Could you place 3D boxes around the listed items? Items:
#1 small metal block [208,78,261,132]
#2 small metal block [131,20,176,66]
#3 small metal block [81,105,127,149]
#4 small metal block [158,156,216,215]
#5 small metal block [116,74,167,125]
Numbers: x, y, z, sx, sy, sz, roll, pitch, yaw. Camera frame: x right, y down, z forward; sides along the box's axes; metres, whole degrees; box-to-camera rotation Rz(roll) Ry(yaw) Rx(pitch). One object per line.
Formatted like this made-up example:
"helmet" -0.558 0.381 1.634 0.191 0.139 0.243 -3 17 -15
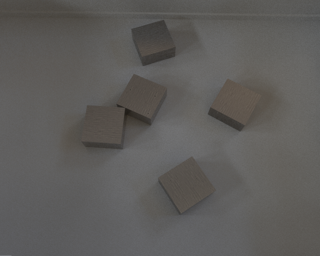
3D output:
"small metal block" 0.101 -0.031 0.422 0.050 0.025 0.050 29 73 10
"small metal block" -0.010 -0.125 0.455 0.050 0.025 0.050 -18 71 -7
"small metal block" -0.073 -0.001 0.409 0.050 0.025 0.050 4 70 1
"small metal block" 0.032 0.071 0.384 0.050 0.025 0.050 -31 73 -11
"small metal block" -0.024 -0.039 0.423 0.050 0.025 0.050 24 72 8
